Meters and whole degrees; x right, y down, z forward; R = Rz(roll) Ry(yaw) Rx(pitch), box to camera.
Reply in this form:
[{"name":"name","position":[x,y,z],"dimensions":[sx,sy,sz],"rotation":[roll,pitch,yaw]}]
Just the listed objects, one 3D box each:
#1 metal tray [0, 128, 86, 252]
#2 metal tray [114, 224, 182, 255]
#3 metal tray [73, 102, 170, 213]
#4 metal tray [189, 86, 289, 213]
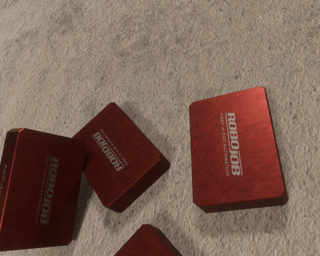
[{"name":"metal tray","position":[-0.141,0.072,0.367],"dimensions":[0.030,0.090,0.129],"rotation":[-3,76,40]},{"name":"metal tray","position":[-0.026,0.174,0.307],"dimensions":[0.130,0.030,0.090],"rotation":[-46,52,-5]},{"name":"metal tray","position":[-0.059,0.034,0.409],"dimensions":[0.090,0.030,0.130],"rotation":[-43,51,-2]},{"name":"metal tray","position":[0.082,0.022,0.343],"dimensions":[0.090,0.030,0.130],"rotation":[-12,57,21]}]
